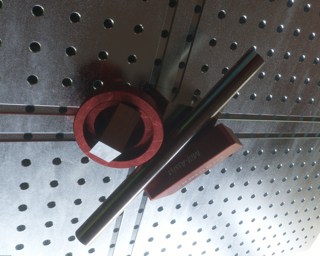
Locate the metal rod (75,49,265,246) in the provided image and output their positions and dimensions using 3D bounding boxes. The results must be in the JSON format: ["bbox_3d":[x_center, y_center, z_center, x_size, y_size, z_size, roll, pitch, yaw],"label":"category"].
[{"bbox_3d":[0.009,0.026,0.369,0.300,0.025,0.025,-47,130,4],"label":"metal rod"}]

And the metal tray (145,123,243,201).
[{"bbox_3d":[0.046,0.047,0.421,0.130,0.030,0.090,-37,163,13],"label":"metal tray"}]

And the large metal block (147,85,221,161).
[{"bbox_3d":[0.019,-0.002,0.405,0.081,0.050,0.079,9,114,-33],"label":"large metal block"}]

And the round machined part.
[{"bbox_3d":[-0.045,-0.005,0.357,0.099,0.042,0.097,0,118,0],"label":"round machined part"}]

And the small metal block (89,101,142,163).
[{"bbox_3d":[-0.049,0.006,0.337,0.025,0.050,0.050,31,63,-13],"label":"small metal block"}]
